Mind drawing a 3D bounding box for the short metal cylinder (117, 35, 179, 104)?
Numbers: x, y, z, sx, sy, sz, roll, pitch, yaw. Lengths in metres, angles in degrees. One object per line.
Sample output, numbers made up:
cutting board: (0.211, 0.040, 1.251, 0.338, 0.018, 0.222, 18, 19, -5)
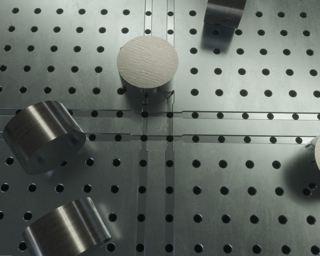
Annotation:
short metal cylinder: (-0.016, -0.079, 0.427, 0.081, 0.050, 0.080, 0, 70, 0)

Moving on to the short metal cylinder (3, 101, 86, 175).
short metal cylinder: (-0.139, 0.012, 0.377, 0.080, 0.080, 0.050, -37, 74, -12)

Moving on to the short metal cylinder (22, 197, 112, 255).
short metal cylinder: (-0.100, 0.119, 0.338, 0.080, 0.080, 0.050, -30, 73, -10)

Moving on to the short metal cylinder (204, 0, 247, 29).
short metal cylinder: (0.098, -0.190, 0.453, 0.050, 0.080, 0.080, 13, 71, 5)

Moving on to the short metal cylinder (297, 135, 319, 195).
short metal cylinder: (0.221, 0.043, 0.384, 0.081, 0.050, 0.080, 0, 70, 0)
